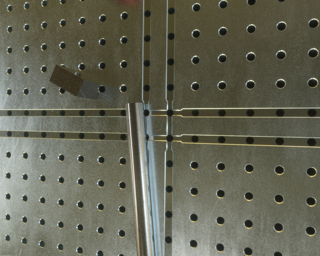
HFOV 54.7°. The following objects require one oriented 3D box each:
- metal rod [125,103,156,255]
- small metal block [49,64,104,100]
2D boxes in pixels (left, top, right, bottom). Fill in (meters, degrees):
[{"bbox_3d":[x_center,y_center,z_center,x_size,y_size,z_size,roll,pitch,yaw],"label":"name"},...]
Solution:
[{"bbox_3d":[-0.023,0.115,0.420,0.025,0.025,0.298,-5,88,20],"label":"metal rod"},{"bbox_3d":[-0.118,-0.064,0.441,0.050,0.050,0.025,29,100,17],"label":"small metal block"}]
